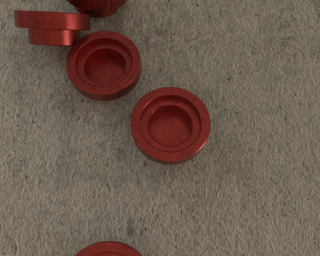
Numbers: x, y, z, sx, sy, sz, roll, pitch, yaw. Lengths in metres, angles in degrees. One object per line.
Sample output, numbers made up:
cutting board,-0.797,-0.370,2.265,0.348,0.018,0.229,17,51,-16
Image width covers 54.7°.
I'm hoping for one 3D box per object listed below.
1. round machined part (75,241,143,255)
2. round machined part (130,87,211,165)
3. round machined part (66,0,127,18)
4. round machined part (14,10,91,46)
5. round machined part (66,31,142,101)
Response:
round machined part,-0.055,0.174,0.335,0.099,0.042,0.098,0,70,0
round machined part,0.013,0.000,0.399,0.099,0.042,0.098,0,70,0
round machined part,-0.095,-0.202,0.462,0.099,0.042,0.098,5,53,-6
round machined part,-0.146,-0.138,0.429,0.099,0.098,0.042,3,109,1
round machined part,-0.075,-0.081,0.428,0.099,0.042,0.098,0,70,0
